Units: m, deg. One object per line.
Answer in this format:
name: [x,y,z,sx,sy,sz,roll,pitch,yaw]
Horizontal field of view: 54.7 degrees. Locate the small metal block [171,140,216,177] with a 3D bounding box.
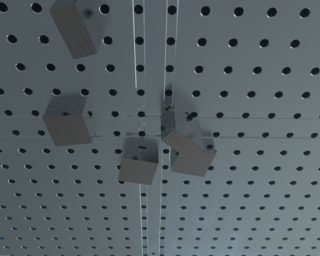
small metal block: [0.047,0.042,0.448,0.050,0.025,0.050,11,129,-10]

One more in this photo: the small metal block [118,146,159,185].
small metal block: [-0.032,0.056,0.459,0.050,0.025,0.050,10,130,-9]

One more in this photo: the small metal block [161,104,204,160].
small metal block: [0.028,0.005,0.400,0.050,0.050,0.025,36,121,-27]

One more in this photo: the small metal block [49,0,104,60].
small metal block: [-0.079,-0.104,0.305,0.025,0.050,0.050,-12,129,9]

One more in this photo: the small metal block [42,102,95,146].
small metal block: [-0.118,-0.004,0.406,0.050,0.025,0.050,-5,130,4]
